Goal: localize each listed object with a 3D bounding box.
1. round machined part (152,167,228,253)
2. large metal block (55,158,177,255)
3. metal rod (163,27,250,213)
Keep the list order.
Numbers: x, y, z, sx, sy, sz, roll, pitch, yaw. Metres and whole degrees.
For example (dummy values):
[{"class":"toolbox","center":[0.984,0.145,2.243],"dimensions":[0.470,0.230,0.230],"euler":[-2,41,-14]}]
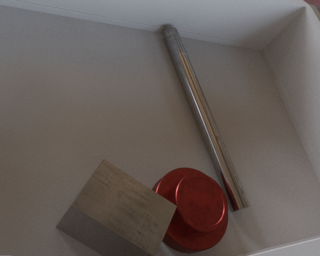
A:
[{"class":"round machined part","center":[0.039,0.091,0.362],"dimensions":[0.099,0.042,0.098],"euler":[14,56,-21]},{"class":"large metal block","center":[-0.044,0.085,0.296],"dimensions":[0.080,0.080,0.050],"euler":[34,51,-6]},{"class":"metal rod","center":[0.061,-0.026,0.456],"dimensions":[0.025,0.025,0.299],"euler":[-4,64,-31]}]
